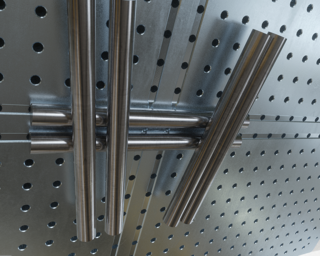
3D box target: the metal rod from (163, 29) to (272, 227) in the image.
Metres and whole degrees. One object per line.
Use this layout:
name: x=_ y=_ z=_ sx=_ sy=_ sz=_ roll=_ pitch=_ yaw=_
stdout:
metal rod: x=0.070 y=0.014 z=0.426 sx=0.025 sy=0.025 sz=0.298 roll=9 pitch=114 yaw=-32

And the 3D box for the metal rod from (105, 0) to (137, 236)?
metal rod: x=-0.049 y=0.010 z=0.358 sx=0.025 sy=0.025 sz=0.298 roll=-8 pitch=122 yaw=-24

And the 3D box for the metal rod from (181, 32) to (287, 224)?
metal rod: x=0.093 y=0.014 z=0.438 sx=0.025 sy=0.025 sz=0.298 roll=9 pitch=114 yaw=-32

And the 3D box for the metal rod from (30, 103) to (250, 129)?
metal rod: x=-0.004 y=-0.012 z=0.401 sx=0.302 sy=0.025 sz=0.025 roll=1 pitch=118 yaw=-29

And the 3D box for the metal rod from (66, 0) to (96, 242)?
metal rod: x=-0.083 y=0.012 z=0.341 sx=0.025 sy=0.025 sz=0.298 roll=-8 pitch=122 yaw=-24

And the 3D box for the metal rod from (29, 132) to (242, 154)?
metal rod: x=-0.012 y=0.018 z=0.416 sx=0.302 sy=0.025 sz=0.025 roll=1 pitch=118 yaw=-29
